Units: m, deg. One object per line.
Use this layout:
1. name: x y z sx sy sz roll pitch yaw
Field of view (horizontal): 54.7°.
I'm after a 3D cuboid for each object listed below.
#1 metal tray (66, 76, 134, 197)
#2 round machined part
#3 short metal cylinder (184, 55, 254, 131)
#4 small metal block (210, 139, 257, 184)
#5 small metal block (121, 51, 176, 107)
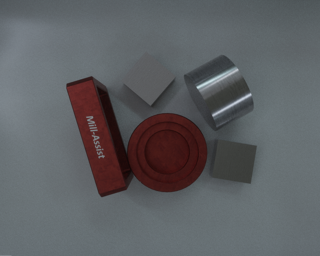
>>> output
1. metal tray: -0.069 0.009 0.376 0.030 0.090 0.129 -17 90 0
2. round machined part: 0.009 0.030 0.400 0.099 0.042 0.097 0 90 -1
3. short metal cylinder: 0.071 -0.043 0.383 0.050 0.080 0.080 -29 90 0
4. small metal block: 0.096 0.043 0.411 0.050 0.025 0.050 9 89 1
5. small metal block: -0.015 -0.063 0.409 0.050 0.025 0.050 40 90 1
